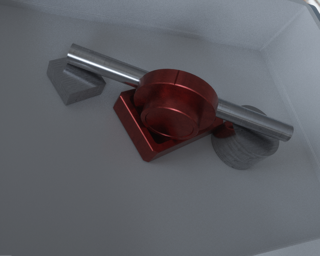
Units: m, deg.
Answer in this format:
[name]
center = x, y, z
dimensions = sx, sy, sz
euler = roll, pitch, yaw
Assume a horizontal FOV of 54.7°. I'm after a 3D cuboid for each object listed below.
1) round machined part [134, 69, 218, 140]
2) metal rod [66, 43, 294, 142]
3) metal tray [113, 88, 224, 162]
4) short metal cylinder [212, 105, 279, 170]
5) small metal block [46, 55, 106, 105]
[round machined part]
center = 0.016, -0.021, 0.363
dimensions = 0.099, 0.098, 0.042
euler = 25, 61, -14
[metal rod]
center = 0.033, -0.041, 0.396
dimensions = 0.302, 0.025, 0.025
euler = 19, 54, -10
[metal tray]
center = 0.014, -0.019, 0.420
dimensions = 0.131, 0.030, 0.090
euler = -21, 73, -36
[short metal cylinder]
center = 0.123, 0.014, 0.448
dimensions = 0.081, 0.050, 0.080
euler = 14, 56, -21
[small metal block]
center = -0.104, -0.062, 0.386
dimensions = 0.050, 0.025, 0.050
euler = -25, 75, -37
